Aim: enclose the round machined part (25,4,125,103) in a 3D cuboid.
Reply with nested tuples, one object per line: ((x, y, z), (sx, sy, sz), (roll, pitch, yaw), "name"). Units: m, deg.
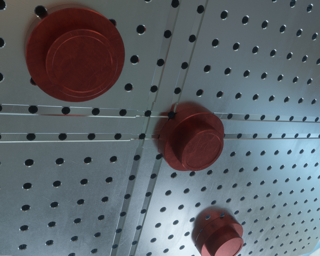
((-0.082, -0.070, 0.312), (0.099, 0.042, 0.097), (-14, 124, -21), "round machined part")

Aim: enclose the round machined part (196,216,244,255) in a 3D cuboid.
((0.123, 0.223, 0.604), (0.099, 0.042, 0.097), (-14, 124, -21), "round machined part")

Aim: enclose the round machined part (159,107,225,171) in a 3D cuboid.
((0.051, 0.022, 0.441), (0.099, 0.042, 0.097), (-14, 124, -21), "round machined part")
